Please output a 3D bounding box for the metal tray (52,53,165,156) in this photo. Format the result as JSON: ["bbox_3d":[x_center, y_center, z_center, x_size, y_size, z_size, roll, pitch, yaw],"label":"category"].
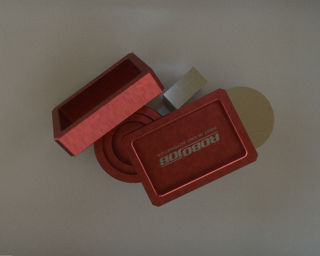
[{"bbox_3d":[-0.067,-0.033,0.375,0.130,0.090,0.030,-36,122,-1],"label":"metal tray"}]

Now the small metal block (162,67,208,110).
[{"bbox_3d":[0.030,-0.048,0.397,0.050,0.050,0.025,-43,90,-2],"label":"small metal block"}]

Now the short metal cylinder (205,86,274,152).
[{"bbox_3d":[0.098,-0.011,0.398,0.081,0.050,0.079,0,90,-1],"label":"short metal cylinder"}]

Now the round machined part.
[{"bbox_3d":[-0.032,0.019,0.402,0.099,0.042,0.097,0,90,-1],"label":"round machined part"}]

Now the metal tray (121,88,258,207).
[{"bbox_3d":[0.033,0.022,0.360,0.130,0.030,0.090,-26,90,4],"label":"metal tray"}]
